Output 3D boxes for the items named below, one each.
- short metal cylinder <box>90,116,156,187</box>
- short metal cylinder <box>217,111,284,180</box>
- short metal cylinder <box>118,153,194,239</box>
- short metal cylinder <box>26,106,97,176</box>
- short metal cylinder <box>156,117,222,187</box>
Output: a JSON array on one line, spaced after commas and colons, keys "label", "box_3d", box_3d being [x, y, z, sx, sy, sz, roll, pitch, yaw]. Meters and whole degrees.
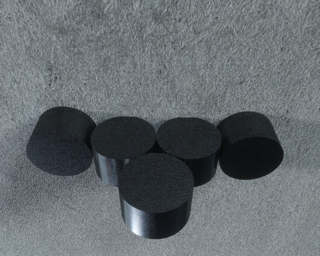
[{"label": "short metal cylinder", "box_3d": [-0.045, 0.029, 0.397, 0.081, 0.080, 0.050, 0, 130, 0]}, {"label": "short metal cylinder", "box_3d": [0.116, 0.024, 0.413, 0.081, 0.050, 0.079, -1, 131, 0]}, {"label": "short metal cylinder", "box_3d": [-0.004, 0.074, 0.344, 0.081, 0.080, 0.050, 1, 131, -1]}, {"label": "short metal cylinder", "box_3d": [-0.125, 0.018, 0.406, 0.081, 0.050, 0.079, -1, 130, 0]}, {"label": "short metal cylinder", "box_3d": [0.036, 0.029, 0.398, 0.081, 0.080, 0.050, 0, 129, 0]}]
